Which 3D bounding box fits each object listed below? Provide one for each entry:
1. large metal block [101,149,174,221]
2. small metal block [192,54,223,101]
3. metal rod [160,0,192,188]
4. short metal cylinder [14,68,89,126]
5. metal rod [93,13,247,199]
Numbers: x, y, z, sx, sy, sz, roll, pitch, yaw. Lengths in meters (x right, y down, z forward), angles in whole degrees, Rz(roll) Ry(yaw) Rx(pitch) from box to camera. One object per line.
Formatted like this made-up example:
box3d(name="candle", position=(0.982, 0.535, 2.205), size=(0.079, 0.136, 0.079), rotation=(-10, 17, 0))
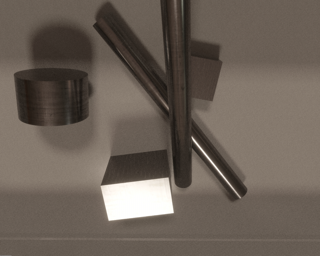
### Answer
box3d(name="large metal block", position=(-0.027, 0.072, 0.408), size=(0.080, 0.080, 0.050), rotation=(-7, 110, 2))
box3d(name="small metal block", position=(0.046, -0.065, 0.388), size=(0.050, 0.025, 0.050), rotation=(10, 110, -4))
box3d(name="metal rod", position=(0.021, -0.029, 0.336), size=(0.025, 0.025, 0.298), rotation=(-5, 135, 1))
box3d(name="short metal cylinder", position=(-0.126, -0.039, 0.366), size=(0.081, 0.080, 0.050), rotation=(3, 110, -2))
box3d(name="metal rod", position=(0.023, -0.017, 0.405), size=(0.025, 0.025, 0.300), rotation=(-36, 107, 12))
